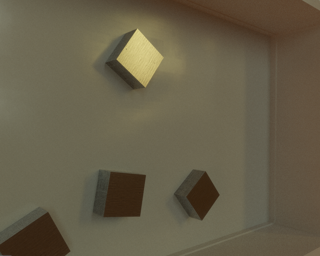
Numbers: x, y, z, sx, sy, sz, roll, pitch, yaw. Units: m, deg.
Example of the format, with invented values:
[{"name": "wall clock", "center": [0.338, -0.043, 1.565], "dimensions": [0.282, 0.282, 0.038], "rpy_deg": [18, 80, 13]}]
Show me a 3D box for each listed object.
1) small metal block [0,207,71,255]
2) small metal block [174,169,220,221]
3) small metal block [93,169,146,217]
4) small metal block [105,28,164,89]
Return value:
[{"name": "small metal block", "center": [-0.125, 0.114, 0.302], "dimensions": [0.050, 0.025, 0.050], "rpy_deg": [-34, 111, -35]}, {"name": "small metal block", "center": [0.055, 0.097, 0.453], "dimensions": [0.050, 0.025, 0.050], "rpy_deg": [-46, 118, -30]}, {"name": "small metal block", "center": [-0.047, 0.077, 0.367], "dimensions": [0.050, 0.025, 0.050], "rpy_deg": [13, 82, -39]}, {"name": "small metal block", "center": [-0.030, -0.084, 0.381], "dimensions": [0.050, 0.025, 0.050], "rpy_deg": [43, 64, -32]}]
